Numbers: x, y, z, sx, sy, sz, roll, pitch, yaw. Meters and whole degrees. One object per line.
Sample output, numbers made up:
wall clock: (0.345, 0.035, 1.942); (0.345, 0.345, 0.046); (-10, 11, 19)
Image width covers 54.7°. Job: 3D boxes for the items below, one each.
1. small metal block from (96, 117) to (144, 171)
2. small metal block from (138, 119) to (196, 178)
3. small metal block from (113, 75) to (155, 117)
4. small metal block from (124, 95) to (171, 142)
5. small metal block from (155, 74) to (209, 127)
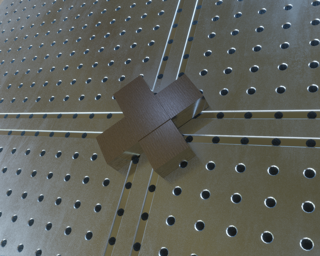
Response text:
small metal block: (-0.053, 0.021, 0.421); (0.050, 0.025, 0.050); (-35, 51, 4)
small metal block: (0.008, 0.025, 0.387); (0.050, 0.025, 0.050); (-35, 51, 4)
small metal block: (-0.033, -0.041, 0.449); (0.050, 0.025, 0.050); (-35, 51, 4)
small metal block: (-0.013, -0.008, 0.417); (0.050, 0.025, 0.050); (-35, 51, 4)
small metal block: (0.029, -0.037, 0.414); (0.050, 0.025, 0.050); (-35, 51, 4)
